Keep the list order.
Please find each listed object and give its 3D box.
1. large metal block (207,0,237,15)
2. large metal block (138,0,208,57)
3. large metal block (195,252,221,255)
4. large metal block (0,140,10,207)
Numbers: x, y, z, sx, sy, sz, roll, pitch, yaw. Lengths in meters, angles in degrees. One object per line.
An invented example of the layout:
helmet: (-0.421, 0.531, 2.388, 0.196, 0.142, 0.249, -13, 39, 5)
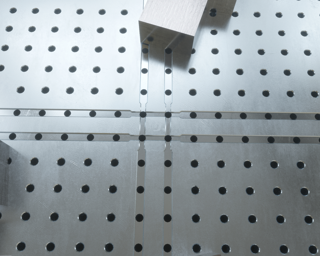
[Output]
large metal block: (0.082, -0.232, 0.484, 0.080, 0.050, 0.080, 10, 70, 3)
large metal block: (0.021, -0.163, 0.458, 0.080, 0.050, 0.080, 18, 71, 6)
large metal block: (0.032, 0.184, 0.332, 0.081, 0.050, 0.080, -10, 71, -4)
large metal block: (-0.236, 0.058, 0.375, 0.081, 0.050, 0.080, -7, 70, -3)
